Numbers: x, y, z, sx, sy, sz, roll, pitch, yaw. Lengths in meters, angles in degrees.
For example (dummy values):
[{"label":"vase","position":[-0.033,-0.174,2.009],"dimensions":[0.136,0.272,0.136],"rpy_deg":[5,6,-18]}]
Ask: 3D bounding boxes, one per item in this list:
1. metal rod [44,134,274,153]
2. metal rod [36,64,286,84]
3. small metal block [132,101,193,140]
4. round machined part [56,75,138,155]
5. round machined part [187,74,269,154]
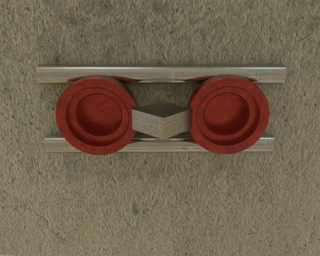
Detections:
[{"label":"metal rod","position":[-0.001,0.021,0.418],"dimensions":[0.302,0.025,0.025],"rpy_deg":[0,110,-1]},{"label":"metal rod","position":[0.002,-0.067,0.386],"dimensions":[0.302,0.025,0.025],"rpy_deg":[0,110,-1]},{"label":"small metal block","position":[0.003,-0.011,0.366],"dimensions":[0.050,0.050,0.025],"rpy_deg":[17,116,40]},{"label":"round machined part","position":[-0.075,-0.019,0.390],"dimensions":[0.099,0.042,0.097],"rpy_deg":[0,110,0]},{"label":"round machined part","position":[0.082,-0.020,0.390],"dimensions":[0.099,0.042,0.097],"rpy_deg":[0,110,0]}]
